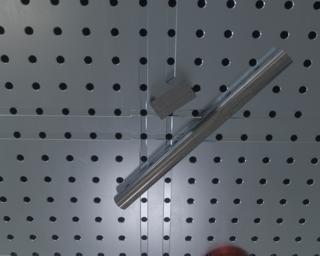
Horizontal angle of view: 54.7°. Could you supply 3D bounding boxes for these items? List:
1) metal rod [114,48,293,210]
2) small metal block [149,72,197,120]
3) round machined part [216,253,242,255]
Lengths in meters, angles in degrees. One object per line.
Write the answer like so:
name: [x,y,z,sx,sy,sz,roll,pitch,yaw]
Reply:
metal rod: [0.049,0.010,0.417,0.299,0.025,0.025,-43,105,14]
small metal block: [0.015,-0.041,0.385,0.050,0.050,0.025,-33,107,11]
round machined part: [0.112,0.256,0.500,0.099,0.042,0.097,0,110,0]
